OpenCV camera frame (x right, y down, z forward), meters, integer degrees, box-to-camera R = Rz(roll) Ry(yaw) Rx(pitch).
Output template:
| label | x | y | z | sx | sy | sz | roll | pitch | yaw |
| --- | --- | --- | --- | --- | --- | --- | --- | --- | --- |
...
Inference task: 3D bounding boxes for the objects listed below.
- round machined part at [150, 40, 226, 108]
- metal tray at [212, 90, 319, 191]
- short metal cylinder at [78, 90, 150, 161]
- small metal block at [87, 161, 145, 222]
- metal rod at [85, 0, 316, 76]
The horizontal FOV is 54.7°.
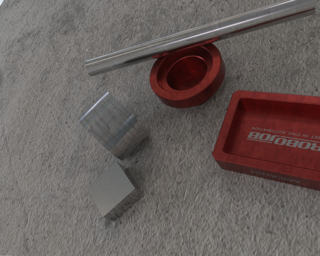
| label | x | y | z | sx | sy | sz | roll | pitch | yaw |
| --- | --- | --- | --- | --- | --- | --- | --- | --- | --- |
| round machined part | 0.039 | -0.067 | 0.414 | 0.098 | 0.042 | 0.098 | -13 | 56 | 21 |
| metal tray | 0.131 | 0.010 | 0.325 | 0.130 | 0.030 | 0.090 | 10 | 66 | 32 |
| short metal cylinder | -0.059 | -0.003 | 0.401 | 0.050 | 0.080 | 0.080 | -46 | 51 | -4 |
| small metal block | -0.056 | 0.078 | 0.385 | 0.050 | 0.025 | 0.050 | -42 | 51 | -1 |
| metal rod | 0.034 | -0.114 | 0.402 | 0.300 | 0.025 | 0.025 | -11 | 57 | 22 |
